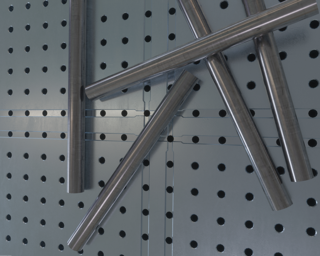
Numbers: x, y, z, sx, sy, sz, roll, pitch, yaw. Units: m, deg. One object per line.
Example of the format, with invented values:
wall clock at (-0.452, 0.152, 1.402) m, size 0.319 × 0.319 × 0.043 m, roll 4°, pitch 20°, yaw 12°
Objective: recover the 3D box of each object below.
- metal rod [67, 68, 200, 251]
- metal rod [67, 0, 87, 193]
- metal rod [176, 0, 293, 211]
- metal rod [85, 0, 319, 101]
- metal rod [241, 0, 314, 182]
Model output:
metal rod at (-0.042, 0.051, 0.427) m, size 0.025 × 0.025 × 0.299 m, roll 38°, pitch 102°, yaw 16°
metal rod at (-0.122, -0.056, 0.456) m, size 0.025 × 0.025 × 0.298 m, roll 1°, pitch 90°, yaw 20°
metal rod at (0.086, -0.045, 0.382) m, size 0.025 × 0.025 × 0.299 m, roll -25°, pitch 82°, yaw 18°
metal rod at (0.028, -0.089, 0.379) m, size 0.300 × 0.025 × 0.025 m, roll -17°, pitch 85°, yaw 28°
metal rod at (0.128, -0.086, 0.367) m, size 0.025 × 0.025 × 0.299 m, roll -15°, pitch 85°, yaw 19°
